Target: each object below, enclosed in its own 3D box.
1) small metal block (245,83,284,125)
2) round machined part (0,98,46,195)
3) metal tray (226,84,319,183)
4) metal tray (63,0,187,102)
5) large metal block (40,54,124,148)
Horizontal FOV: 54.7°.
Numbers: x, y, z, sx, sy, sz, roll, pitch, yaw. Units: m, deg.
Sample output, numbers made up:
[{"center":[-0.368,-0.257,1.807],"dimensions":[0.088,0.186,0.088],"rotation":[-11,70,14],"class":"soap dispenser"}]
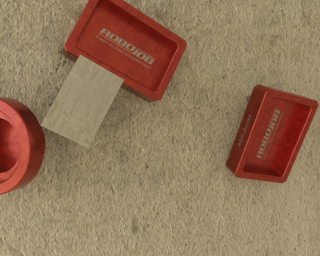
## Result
[{"center":[0.165,-0.034,0.470],"dimensions":[0.050,0.025,0.050],"rotation":[-24,98,-18],"class":"small metal block"},{"center":[-0.162,0.017,0.324],"dimensions":[0.098,0.042,0.097],"rotation":[1,93,17],"class":"round machined part"},{"center":[0.158,0.011,0.442],"dimensions":[0.091,0.030,0.129],"rotation":[10,106,-20],"class":"metal tray"},{"center":[-0.042,-0.101,0.390],"dimensions":[0.131,0.030,0.090],"rotation":[28,81,-18],"class":"metal tray"},{"center":[-0.090,-0.027,0.346],"dimensions":[0.050,0.080,0.080],"rotation":[29,80,-18],"class":"large metal block"}]
